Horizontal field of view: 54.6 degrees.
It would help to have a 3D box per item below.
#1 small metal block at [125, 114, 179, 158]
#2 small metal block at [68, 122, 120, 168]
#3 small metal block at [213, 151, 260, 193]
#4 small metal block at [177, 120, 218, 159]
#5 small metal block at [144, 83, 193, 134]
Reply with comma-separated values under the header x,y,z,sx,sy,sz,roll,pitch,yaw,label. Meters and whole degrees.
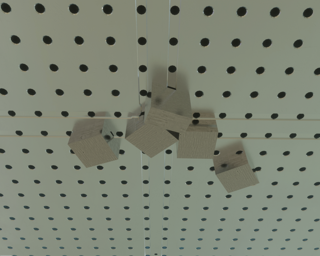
x,y,z,sx,sy,sz,roll,pitch,yaw,label
-0.011,0.007,0.417,0.050,0.025,0.050,-35,122,26,small metal block
-0.091,0.025,0.432,0.050,0.025,0.050,-16,129,13,small metal block
0.116,0.068,0.470,0.050,0.025,0.050,-23,127,18,small metal block
0.050,0.016,0.425,0.050,0.025,0.050,1,130,-2,small metal block
0.009,-0.024,0.375,0.050,0.050,0.025,15,128,-13,small metal block
